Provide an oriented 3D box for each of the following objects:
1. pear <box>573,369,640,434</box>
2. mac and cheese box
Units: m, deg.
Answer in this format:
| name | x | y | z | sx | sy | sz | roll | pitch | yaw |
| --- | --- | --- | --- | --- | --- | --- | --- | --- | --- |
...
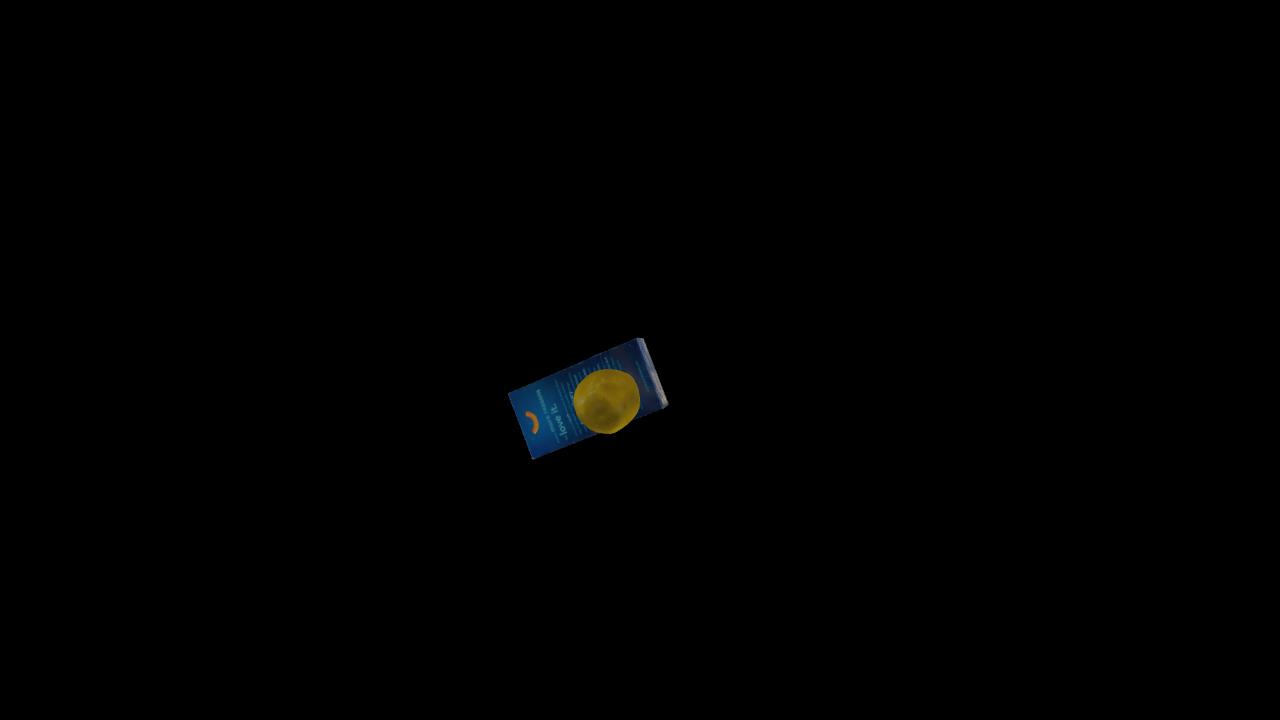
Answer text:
| name | x | y | z | sx | sy | sz | roll | pitch | yaw |
| --- | --- | --- | --- | --- | --- | --- | --- | --- | --- |
| pear | -0.034 | 0.039 | 0.737 | 0.080 | 0.080 | 0.111 | 0 | 18 | 10 |
| mac and cheese box | -0.065 | 0.049 | 0.769 | 0.184 | 0.093 | 0.041 | -22 | -2 | 14 |
